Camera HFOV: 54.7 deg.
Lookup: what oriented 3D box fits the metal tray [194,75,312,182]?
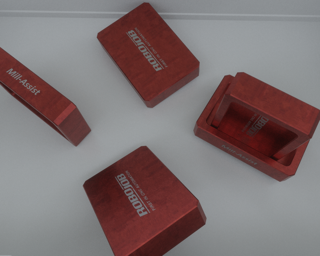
[{"bbox_3d":[0.121,-0.002,0.399,0.130,0.030,0.090,29,69,10],"label":"metal tray"}]

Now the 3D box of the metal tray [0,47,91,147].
[{"bbox_3d":[-0.152,-0.037,0.386,0.130,0.090,0.030,36,74,12],"label":"metal tray"}]

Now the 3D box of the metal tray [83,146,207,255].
[{"bbox_3d":[-0.023,0.079,0.337,0.090,0.030,0.130,-32,34,-12],"label":"metal tray"}]

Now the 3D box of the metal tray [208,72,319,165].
[{"bbox_3d":[0.109,-0.003,0.356,0.090,0.130,0.030,29,73,10],"label":"metal tray"}]

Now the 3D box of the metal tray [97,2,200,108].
[{"bbox_3d":[-0.017,-0.104,0.438,0.090,0.030,0.130,-35,74,-4],"label":"metal tray"}]
